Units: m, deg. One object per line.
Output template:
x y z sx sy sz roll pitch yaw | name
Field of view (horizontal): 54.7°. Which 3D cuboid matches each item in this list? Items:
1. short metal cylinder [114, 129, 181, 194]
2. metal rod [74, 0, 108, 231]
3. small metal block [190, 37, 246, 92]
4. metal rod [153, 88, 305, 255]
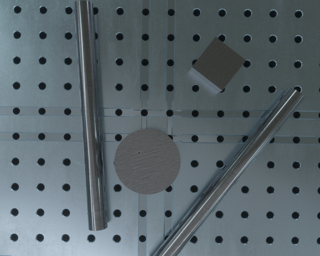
-0.015 0.041 0.401 0.081 0.050 0.080 0 90 0 | short metal cylinder
-0.092 -0.016 0.412 0.025 0.025 0.298 -4 90 0 | metal rod
0.077 -0.084 0.414 0.050 0.025 0.050 38 90 0 | small metal block
0.088 0.071 0.413 0.025 0.025 0.300 39 90 0 | metal rod
